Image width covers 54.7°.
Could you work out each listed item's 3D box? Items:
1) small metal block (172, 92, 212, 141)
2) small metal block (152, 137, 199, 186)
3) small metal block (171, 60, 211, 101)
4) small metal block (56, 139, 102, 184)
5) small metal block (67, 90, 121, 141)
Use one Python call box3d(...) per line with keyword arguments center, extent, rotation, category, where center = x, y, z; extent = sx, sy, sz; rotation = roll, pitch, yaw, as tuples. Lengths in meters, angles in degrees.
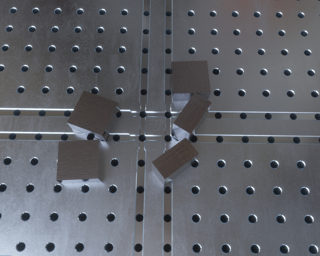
box3d(center=(0.040, -0.010, 0.403), extent=(0.025, 0.050, 0.050), rotation=(32, 73, 10), category="small metal block")
box3d(center=(0.018, 0.043, 0.383), extent=(0.050, 0.050, 0.025), rotation=(-35, 74, -12), category="small metal block")
box3d(center=(0.042, -0.066, 0.436), extent=(0.050, 0.025, 0.050), rotation=(-2, 70, -1), category="small metal block")
box3d(center=(-0.101, 0.043, 0.395), extent=(0.050, 0.025, 0.050), rotation=(-3, 70, -2), category="small metal block")
box3d(center=(-0.088, -0.016, 0.417), extent=(0.050, 0.025, 0.050), rotation=(20, 71, 7), category="small metal block")
